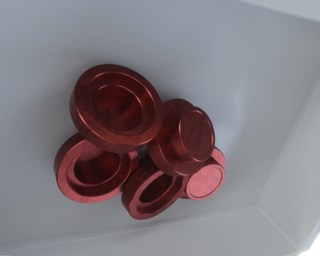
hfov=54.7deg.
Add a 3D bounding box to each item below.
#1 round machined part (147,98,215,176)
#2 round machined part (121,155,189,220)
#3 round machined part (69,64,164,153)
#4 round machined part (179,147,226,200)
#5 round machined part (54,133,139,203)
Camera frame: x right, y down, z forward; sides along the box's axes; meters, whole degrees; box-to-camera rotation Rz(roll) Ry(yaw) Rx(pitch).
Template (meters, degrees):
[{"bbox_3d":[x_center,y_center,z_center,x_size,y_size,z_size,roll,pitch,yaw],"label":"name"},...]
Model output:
[{"bbox_3d":[0.032,0.010,0.385,0.099,0.042,0.098,14,70,-43],"label":"round machined part"},{"bbox_3d":[-0.011,0.074,0.422,0.099,0.042,0.097,-26,139,-25],"label":"round machined part"},{"bbox_3d":[-0.049,-0.017,0.336,0.099,0.098,0.042,2,153,-30],"label":"round machined part"},{"bbox_3d":[0.060,0.071,0.474,0.099,0.042,0.097,-14,125,-21],"label":"round machined part"},{"bbox_3d":[-0.079,0.040,0.378,0.099,0.042,0.097,-14,125,-21],"label":"round machined part"}]
